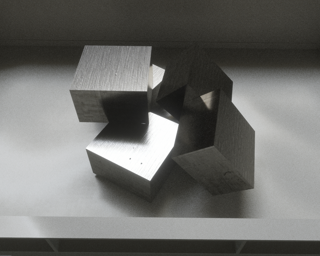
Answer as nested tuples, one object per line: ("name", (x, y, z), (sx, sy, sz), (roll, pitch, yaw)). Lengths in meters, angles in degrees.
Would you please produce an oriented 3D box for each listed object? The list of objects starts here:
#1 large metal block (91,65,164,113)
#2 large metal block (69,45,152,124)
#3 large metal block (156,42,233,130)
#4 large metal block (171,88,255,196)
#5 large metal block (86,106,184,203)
("large metal block", (-0.042, -0.052, 0.431), (0.080, 0.050, 0.080), (29, 56, 22))
("large metal block", (-0.051, -0.052, 0.363), (0.080, 0.050, 0.080), (1, 49, 2))
("large metal block", (0.048, -0.048, 0.400), (0.080, 0.050, 0.080), (39, 45, -27))
("large metal block", (0.063, 0.017, 0.345), (0.050, 0.080, 0.080), (-21, 39, 36))
("large metal block", (-0.025, 0.026, 0.361), (0.080, 0.050, 0.080), (24, 54, 18))
